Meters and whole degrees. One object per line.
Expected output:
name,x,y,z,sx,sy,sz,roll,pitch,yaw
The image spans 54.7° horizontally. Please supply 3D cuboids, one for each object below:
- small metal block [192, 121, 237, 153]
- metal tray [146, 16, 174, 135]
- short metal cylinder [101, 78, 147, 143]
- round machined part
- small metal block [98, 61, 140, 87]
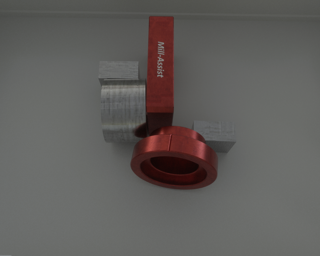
small metal block,0.065,0.012,0.393,0.050,0.050,0.025,2,70,0
metal tray,0.001,-0.064,0.398,0.030,0.090,0.130,1,70,0
short metal cylinder,-0.042,-0.022,0.388,0.050,0.080,0.080,-1,70,-1
round machined part,0.018,0.033,0.361,0.099,0.098,0.042,8,57,2
small metal block,-0.053,-0.066,0.420,0.050,0.050,0.025,0,70,0
